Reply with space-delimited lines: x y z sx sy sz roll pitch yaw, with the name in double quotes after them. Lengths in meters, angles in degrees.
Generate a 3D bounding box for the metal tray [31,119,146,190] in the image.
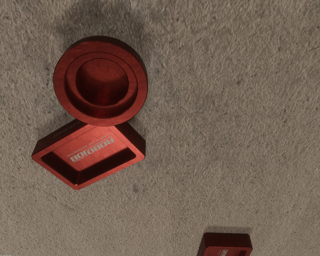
-0.096 0.030 0.427 0.130 0.030 0.090 -27 126 21 "metal tray"

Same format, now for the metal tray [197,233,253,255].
0.125 0.261 0.628 0.091 0.030 0.129 3 130 -3 "metal tray"

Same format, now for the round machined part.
-0.063 -0.054 0.343 0.099 0.042 0.097 -2 121 -2 "round machined part"
